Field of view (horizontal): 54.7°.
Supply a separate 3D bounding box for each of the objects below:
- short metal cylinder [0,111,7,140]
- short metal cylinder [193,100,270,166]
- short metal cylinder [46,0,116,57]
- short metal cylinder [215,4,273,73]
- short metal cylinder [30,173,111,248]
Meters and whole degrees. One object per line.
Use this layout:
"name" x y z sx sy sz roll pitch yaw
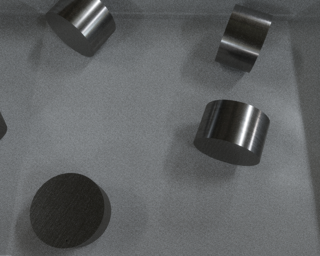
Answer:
"short metal cylinder" -0.240 -0.008 0.382 0.080 0.080 0.050 -29 73 -10
"short metal cylinder" 0.087 0.008 0.378 0.080 0.080 0.050 19 71 7
"short metal cylinder" -0.110 -0.146 0.433 0.080 0.080 0.050 32 73 11
"short metal cylinder" 0.114 -0.122 0.426 0.050 0.080 0.080 21 71 7
"short metal cylinder" -0.101 0.097 0.360 0.081 0.050 0.080 0 70 0
